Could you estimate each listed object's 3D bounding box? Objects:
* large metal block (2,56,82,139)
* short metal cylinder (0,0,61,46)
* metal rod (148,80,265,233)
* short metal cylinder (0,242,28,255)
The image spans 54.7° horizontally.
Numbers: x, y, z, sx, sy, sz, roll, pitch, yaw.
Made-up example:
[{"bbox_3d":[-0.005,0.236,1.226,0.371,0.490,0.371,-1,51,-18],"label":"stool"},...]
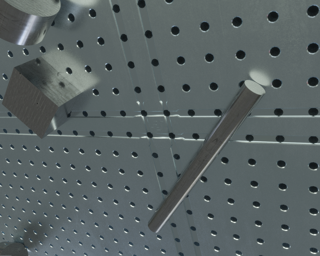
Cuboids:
[{"bbox_3d":[-0.177,-0.044,0.461,0.080,0.050,0.080,42,129,-1],"label":"large metal block"},{"bbox_3d":[-0.169,-0.148,0.374,0.080,0.080,0.050,47,129,-5],"label":"short metal cylinder"},{"bbox_3d":[0.046,0.060,0.423,0.025,0.025,0.298,33,129,6],"label":"metal rod"},{"bbox_3d":[-0.385,0.332,0.785,0.050,0.080,0.080,-9,114,32],"label":"short metal cylinder"}]
